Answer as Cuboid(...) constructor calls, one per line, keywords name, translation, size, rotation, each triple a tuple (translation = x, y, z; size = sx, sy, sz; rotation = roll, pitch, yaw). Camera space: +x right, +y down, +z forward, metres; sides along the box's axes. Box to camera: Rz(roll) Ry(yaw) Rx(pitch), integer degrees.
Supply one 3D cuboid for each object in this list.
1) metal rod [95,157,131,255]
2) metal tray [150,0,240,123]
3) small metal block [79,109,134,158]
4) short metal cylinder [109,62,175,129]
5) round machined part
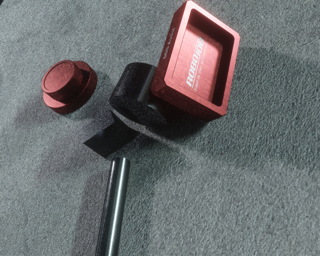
Cuboid(name="metal rod", translation=(-0.063, 0.173, 0.330), size=(0.025, 0.025, 0.299), rotation=(-9, 58, 23))
Cuboid(name="metal tray", translation=(0.048, -0.083, 0.386), size=(0.030, 0.090, 0.130), rotation=(-26, 43, 56))
Cuboid(name="small metal block", translation=(-0.072, 0.009, 0.420), size=(0.050, 0.050, 0.025), rotation=(-33, 52, 6))
Cuboid(name="short metal cylinder", translation=(-0.019, -0.041, 0.403), size=(0.080, 0.080, 0.050), rotation=(11, 67, 32))
Cuboid(name="round machined part", translation=(-0.159, -0.076, 0.523), size=(0.098, 0.042, 0.098), rotation=(-13, 56, 21))
